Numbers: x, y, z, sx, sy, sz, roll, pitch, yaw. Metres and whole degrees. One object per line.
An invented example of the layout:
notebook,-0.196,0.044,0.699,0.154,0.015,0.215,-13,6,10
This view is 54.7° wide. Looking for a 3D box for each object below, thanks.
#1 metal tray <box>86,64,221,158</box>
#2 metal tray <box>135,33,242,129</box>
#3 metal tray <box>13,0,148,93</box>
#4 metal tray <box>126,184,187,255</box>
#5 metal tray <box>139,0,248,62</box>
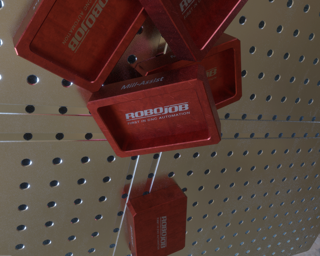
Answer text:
metal tray,-0.004,-0.014,0.352,0.130,0.030,0.090,-10,129,18
metal tray,0.042,-0.057,0.396,0.131,0.030,0.089,-23,127,-15
metal tray,-0.069,-0.110,0.303,0.090,0.030,0.130,27,103,-38
metal tray,-0.004,0.162,0.508,0.091,0.030,0.129,-15,125,-21
metal tray,0.046,-0.145,0.319,0.130,0.030,0.090,-53,132,-14
